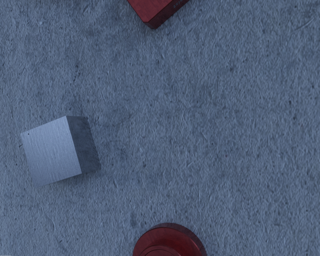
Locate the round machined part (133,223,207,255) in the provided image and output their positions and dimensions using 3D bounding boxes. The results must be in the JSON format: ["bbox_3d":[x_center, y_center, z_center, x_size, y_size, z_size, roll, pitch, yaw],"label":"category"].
[{"bbox_3d":[0.009,0.176,0.396,0.098,0.042,0.097,0,90,19],"label":"round machined part"}]

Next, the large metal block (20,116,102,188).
[{"bbox_3d":[-0.141,0.033,0.444,0.080,0.050,0.080,-19,84,18],"label":"large metal block"}]

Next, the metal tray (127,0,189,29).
[{"bbox_3d":[0.011,-0.206,0.402,0.130,0.030,0.090,-37,79,15],"label":"metal tray"}]
